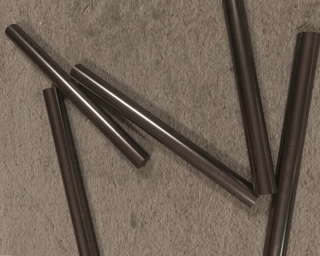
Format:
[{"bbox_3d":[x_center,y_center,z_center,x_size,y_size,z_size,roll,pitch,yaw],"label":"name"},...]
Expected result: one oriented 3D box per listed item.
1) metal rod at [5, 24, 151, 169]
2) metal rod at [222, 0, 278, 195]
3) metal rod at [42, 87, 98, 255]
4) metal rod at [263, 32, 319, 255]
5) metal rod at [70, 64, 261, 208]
[{"bbox_3d":[-0.127,-0.054,0.452,0.300,0.025,0.025,43,103,14],"label":"metal rod"},{"bbox_3d":[0.099,-0.074,0.365,0.025,0.025,0.298,-10,84,19],"label":"metal rod"},{"bbox_3d":[-0.126,0.087,0.451,0.025,0.025,0.298,-16,85,19],"label":"metal rod"},{"bbox_3d":[0.148,0.042,0.356,0.025,0.025,0.298,9,93,19],"label":"metal rod"},{"bbox_3d":[-0.004,0.001,0.409,0.300,0.025,0.025,35,101,16],"label":"metal rod"}]
